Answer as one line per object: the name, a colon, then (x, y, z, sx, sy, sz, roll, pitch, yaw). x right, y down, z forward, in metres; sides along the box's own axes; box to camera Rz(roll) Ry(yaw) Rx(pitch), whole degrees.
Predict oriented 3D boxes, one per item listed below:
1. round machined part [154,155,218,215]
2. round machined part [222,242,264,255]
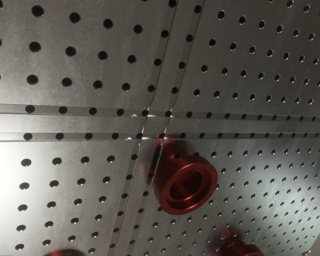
round machined part: (0.035, 0.082, 0.472, 0.099, 0.042, 0.097, -14, 125, -21)
round machined part: (0.175, 0.290, 0.679, 0.099, 0.042, 0.097, -14, 125, -21)
